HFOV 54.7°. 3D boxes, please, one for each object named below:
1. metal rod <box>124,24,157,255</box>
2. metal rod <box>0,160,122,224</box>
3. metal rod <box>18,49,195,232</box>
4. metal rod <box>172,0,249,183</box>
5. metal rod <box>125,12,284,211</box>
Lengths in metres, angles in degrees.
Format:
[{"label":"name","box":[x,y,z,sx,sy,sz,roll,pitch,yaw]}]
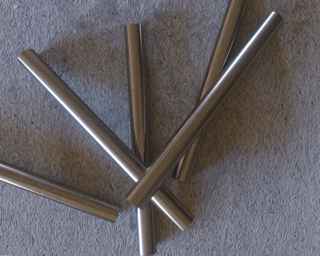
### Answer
[{"label":"metal rod","box":[-0.025,0.015,0.409,0.025,0.025,0.298,-4,90,0]},{"label":"metal rod","box":[-0.197,0.061,0.408,0.301,0.025,0.025,21,90,0]},{"label":"metal rod","box":[-0.071,0.010,0.391,0.025,0.025,0.300,-45,83,0]},{"label":"metal rod","box":[0.074,-0.074,0.410,0.025,0.025,0.299,18,90,0]},{"label":"metal rod","box":[0.061,-0.029,0.381,0.025,0.025,0.300,39,78,0]}]
